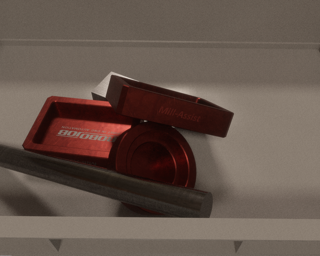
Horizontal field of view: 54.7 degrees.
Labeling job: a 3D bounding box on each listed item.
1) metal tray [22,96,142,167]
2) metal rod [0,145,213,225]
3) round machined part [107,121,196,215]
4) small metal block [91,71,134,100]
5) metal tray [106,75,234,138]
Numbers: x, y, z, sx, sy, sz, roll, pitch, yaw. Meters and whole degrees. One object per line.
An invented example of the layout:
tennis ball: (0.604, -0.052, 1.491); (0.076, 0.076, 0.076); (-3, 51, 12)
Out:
metal tray: (-0.092, 0.006, 0.395); (0.131, 0.030, 0.090); (6, 50, 5)
metal rod: (-0.094, 0.044, 0.307); (0.300, 0.025, 0.025); (7, 48, 30)
round machined part: (-0.012, 0.045, 0.336); (0.099, 0.042, 0.098); (11, 69, -31)
small metal block: (-0.062, -0.050, 0.446); (0.050, 0.025, 0.050); (22, 53, 17)
metal tray: (0.008, -0.027, 0.365); (0.131, 0.030, 0.090); (12, 12, -21)
